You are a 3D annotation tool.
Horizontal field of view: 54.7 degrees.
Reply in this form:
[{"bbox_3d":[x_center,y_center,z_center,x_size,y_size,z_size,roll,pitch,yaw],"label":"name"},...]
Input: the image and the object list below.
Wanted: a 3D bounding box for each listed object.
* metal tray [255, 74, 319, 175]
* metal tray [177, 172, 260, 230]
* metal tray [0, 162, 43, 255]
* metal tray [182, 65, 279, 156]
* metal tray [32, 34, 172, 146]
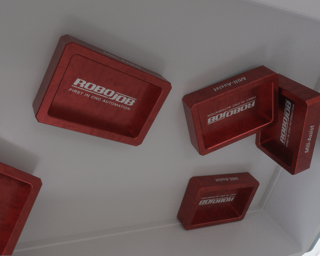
[{"bbox_3d":[0.189,-0.005,0.465,0.030,0.090,0.129,-19,126,-17],"label":"metal tray"},{"bbox_3d":[0.102,0.125,0.538,0.131,0.030,0.089,1,118,-29],"label":"metal tray"},{"bbox_3d":[-0.189,0.098,0.313,0.090,0.030,0.130,37,59,-40],"label":"metal tray"},{"bbox_3d":[0.103,-0.024,0.438,0.131,0.030,0.090,-22,127,-9],"label":"metal tray"},{"bbox_3d":[-0.062,-0.036,0.349,0.131,0.030,0.090,17,109,-35],"label":"metal tray"}]
